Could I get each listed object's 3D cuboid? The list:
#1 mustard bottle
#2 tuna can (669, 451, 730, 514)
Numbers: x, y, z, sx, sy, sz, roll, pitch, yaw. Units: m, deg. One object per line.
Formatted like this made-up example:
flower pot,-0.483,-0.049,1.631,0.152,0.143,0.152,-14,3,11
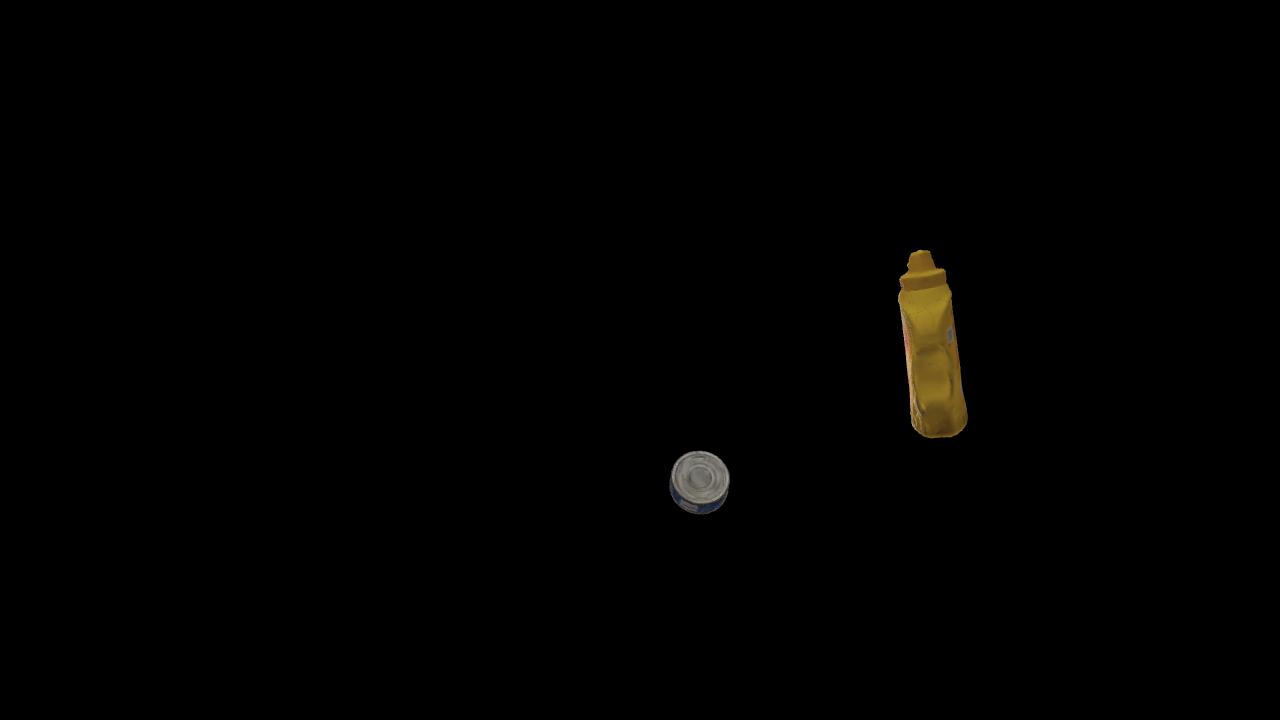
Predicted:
mustard bottle,0.296,-0.021,0.628,0.054,0.184,0.092,-5,14,32
tuna can,0.083,0.170,0.861,0.084,0.084,0.034,0,-36,1
